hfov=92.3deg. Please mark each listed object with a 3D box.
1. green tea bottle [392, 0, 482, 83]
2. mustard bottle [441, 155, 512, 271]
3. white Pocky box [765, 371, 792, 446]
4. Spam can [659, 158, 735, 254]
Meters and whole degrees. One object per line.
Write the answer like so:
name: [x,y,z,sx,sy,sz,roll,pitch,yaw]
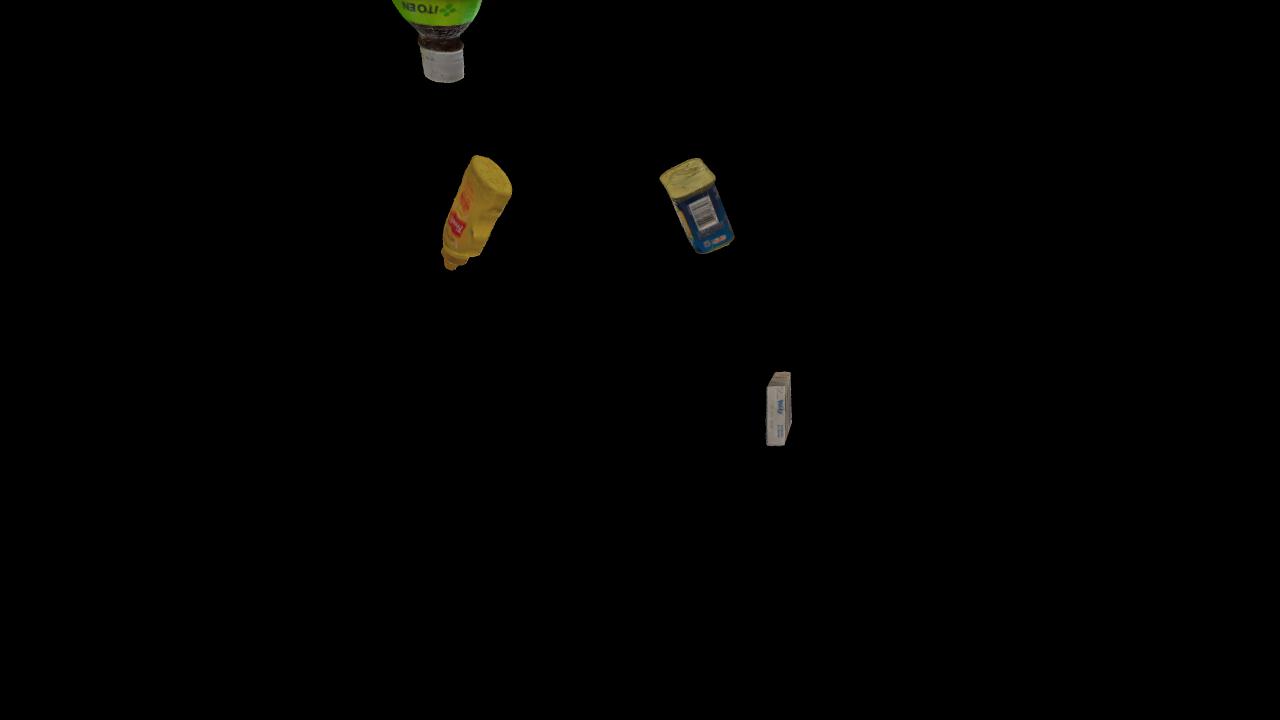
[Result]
green tea bottle: [-0.139,-0.296,0.406,0.073,0.212,0.073,4,44,-3]
mustard bottle: [-0.257,-0.208,0.932,0.054,0.092,0.184,-10,-34,-49]
white Pocky box: [0.200,0.067,0.882,0.028,0.084,0.154,0,5,17]
Spam can: [0.072,-0.191,0.766,0.058,0.085,0.101,-24,34,6]
